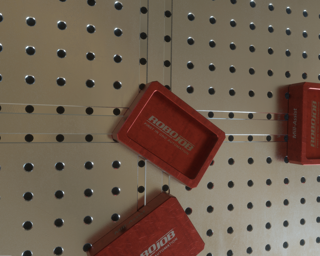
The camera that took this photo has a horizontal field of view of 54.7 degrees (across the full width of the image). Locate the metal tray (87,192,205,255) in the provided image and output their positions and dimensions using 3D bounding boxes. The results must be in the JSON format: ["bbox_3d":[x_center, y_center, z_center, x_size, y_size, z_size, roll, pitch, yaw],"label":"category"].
[{"bbox_3d":[-0.016,0.158,0.405,0.131,0.030,0.090,-34,101,-17],"label":"metal tray"}]

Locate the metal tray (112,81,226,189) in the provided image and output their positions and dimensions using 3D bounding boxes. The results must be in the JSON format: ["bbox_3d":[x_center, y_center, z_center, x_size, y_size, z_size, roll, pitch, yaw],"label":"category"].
[{"bbox_3d":[0.015,0.010,0.416,0.130,0.030,0.090,36,78,-17],"label":"metal tray"}]

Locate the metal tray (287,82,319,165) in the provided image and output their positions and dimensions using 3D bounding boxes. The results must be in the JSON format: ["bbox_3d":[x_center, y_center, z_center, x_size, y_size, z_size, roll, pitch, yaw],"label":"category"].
[{"bbox_3d":[0.256,-0.006,0.506,0.091,0.030,0.129,2,90,-21],"label":"metal tray"}]
